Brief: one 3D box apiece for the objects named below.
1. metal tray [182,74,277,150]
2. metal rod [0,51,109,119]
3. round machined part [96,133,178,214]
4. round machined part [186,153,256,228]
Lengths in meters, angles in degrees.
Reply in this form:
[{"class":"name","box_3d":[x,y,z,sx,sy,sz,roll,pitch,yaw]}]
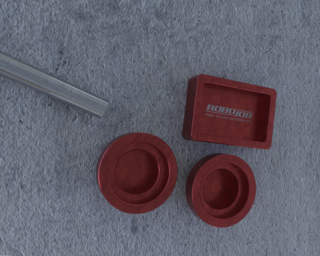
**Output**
[{"class":"metal tray","box_3d":[0.101,-0.020,0.443,0.131,0.030,0.089,8,87,-20]},{"class":"metal rod","box_3d":[-0.199,-0.082,0.335,0.302,0.025,0.025,25,82,-19]},{"class":"round machined part","box_3d":[-0.031,0.054,0.389,0.099,0.042,0.097,0,90,-20]},{"class":"round machined part","box_3d":[0.080,0.083,0.430,0.099,0.042,0.097,0,90,-20]}]
